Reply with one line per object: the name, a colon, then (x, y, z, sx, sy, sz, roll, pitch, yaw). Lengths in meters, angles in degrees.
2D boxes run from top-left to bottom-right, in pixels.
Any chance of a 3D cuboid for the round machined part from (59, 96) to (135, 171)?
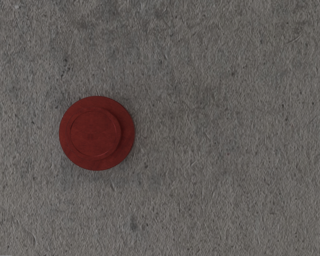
round machined part: (-0.082, 0.007, 0.401, 0.099, 0.042, 0.097, 0, 90, 0)
